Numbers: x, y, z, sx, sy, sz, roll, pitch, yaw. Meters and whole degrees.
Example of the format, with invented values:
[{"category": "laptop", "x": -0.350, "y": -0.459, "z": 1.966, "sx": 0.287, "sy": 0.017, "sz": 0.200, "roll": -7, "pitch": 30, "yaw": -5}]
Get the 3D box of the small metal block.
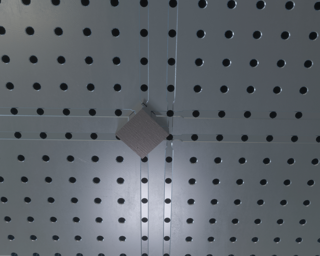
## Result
[{"category": "small metal block", "x": -0.023, "y": 0.004, "z": 0.415, "sx": 0.050, "sy": 0.025, "sz": 0.050, "roll": -43, "pitch": 105, "yaw": 14}]
